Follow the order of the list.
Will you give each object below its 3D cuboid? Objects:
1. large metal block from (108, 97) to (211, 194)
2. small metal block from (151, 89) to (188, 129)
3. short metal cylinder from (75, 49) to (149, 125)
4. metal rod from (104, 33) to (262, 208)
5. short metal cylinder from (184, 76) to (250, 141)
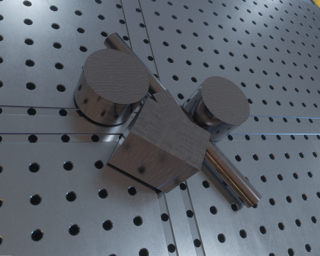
[{"bbox_3d":[-0.002,0.023,0.352,0.080,0.080,0.050,30,53,-9],"label":"large metal block"},{"bbox_3d":[0.003,-0.013,0.396,0.025,0.050,0.050,-23,75,-36],"label":"small metal block"},{"bbox_3d":[-0.060,-0.051,0.386,0.081,0.050,0.080,14,56,-21],"label":"short metal cylinder"},{"bbox_3d":[0.027,-0.015,0.427,0.300,0.025,0.025,49,51,6],"label":"metal rod"},{"bbox_3d":[0.081,-0.028,0.448,0.081,0.050,0.080,14,56,-21],"label":"short metal cylinder"}]
